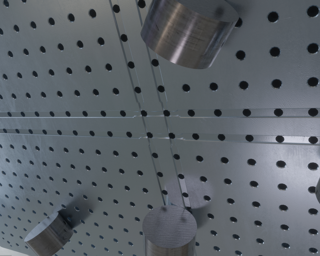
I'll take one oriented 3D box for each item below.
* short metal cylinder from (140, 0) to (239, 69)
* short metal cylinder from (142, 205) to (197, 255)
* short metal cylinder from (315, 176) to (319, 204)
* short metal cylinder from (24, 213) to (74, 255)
[{"bbox_3d":[0.027,-0.101,0.299,0.080,0.080,0.050,33,129,6],"label":"short metal cylinder"},{"bbox_3d":[0.014,0.164,0.470,0.080,0.080,0.050,13,124,21],"label":"short metal cylinder"},{"bbox_3d":[0.203,0.055,0.303,0.080,0.080,0.050,15,124,20],"label":"short metal cylinder"},{"bbox_3d":[-0.224,0.218,0.629,0.080,0.080,0.050,-27,104,37],"label":"short metal cylinder"}]
